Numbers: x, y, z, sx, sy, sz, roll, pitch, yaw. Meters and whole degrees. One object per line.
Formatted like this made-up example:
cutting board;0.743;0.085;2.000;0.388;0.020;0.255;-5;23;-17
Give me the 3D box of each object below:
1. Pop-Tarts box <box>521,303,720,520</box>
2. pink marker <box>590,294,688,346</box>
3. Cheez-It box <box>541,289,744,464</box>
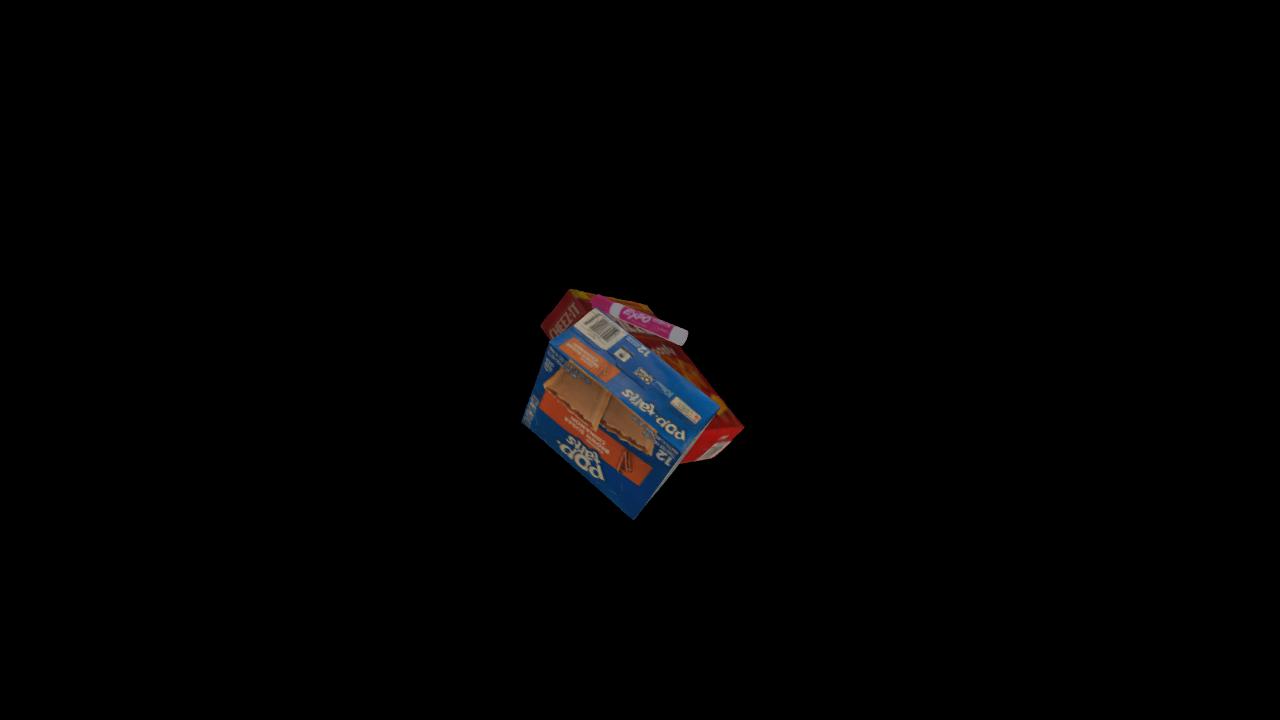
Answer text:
Pop-Tarts box;-0.026;0.057;0.642;0.083;0.167;0.141;-40;-15;-43
pink marker;-0.003;-0.047;0.693;0.121;0.020;0.020;24;8;18
Cheez-It box;0.006;0.020;0.738;0.071;0.223;0.166;-48;-27;21
